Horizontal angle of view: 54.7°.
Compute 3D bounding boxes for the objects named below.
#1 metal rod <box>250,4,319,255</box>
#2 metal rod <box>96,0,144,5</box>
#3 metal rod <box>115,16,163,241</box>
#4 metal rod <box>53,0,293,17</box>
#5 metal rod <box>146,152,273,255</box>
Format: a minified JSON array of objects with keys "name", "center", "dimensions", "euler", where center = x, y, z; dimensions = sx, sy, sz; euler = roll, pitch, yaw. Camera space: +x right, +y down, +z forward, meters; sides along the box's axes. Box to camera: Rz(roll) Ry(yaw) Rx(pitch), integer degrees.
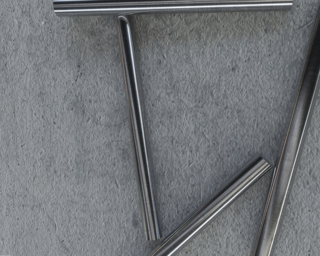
[{"name":"metal rod","center":[0.153,0.011,0.354],"dimensions":[0.025,0.025,0.298],"euler":[15,95,19]},{"name":"metal rod","center":[-0.003,-0.180,0.409],"dimensions":[0.301,0.025,0.025],"euler":[-1,90,19]},{"name":"metal rod","center":[-0.029,-0.002,0.419],"dimensions":[0.025,0.025,0.298],"euler":[-9,87,20]},{"name":"metal rod","center":[0.005,-0.157,0.392],"dimensions":[0.301,0.025,0.025],"euler":[4,91,14]},{"name":"metal rod","center":[0.024,0.143,0.400],"dimensions":[0.025,0.025,0.299],"euler":[47,104,14]}]
